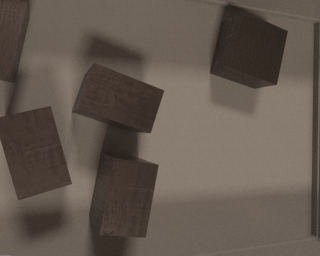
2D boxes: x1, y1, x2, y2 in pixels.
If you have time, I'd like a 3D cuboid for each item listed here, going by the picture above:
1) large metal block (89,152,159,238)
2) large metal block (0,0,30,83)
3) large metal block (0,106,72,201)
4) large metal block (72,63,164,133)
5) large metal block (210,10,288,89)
[{"bbox_3d":[-0.046,0.075,0.365,0.050,0.080,0.080,11,86,-20],"label":"large metal block"},{"bbox_3d":[-0.190,-0.099,0.327,0.081,0.050,0.080,12,86,-20],"label":"large metal block"},{"bbox_3d":[-0.133,0.023,0.332,0.050,0.080,0.080,-15,96,-20],"label":"large metal block"},{"bbox_3d":[-0.052,-0.031,0.363,0.081,0.080,0.050,19,84,-19],"label":"large metal block"},{"bbox_3d":[0.127,-0.109,0.446,0.081,0.050,0.080,15,85,-20],"label":"large metal block"}]
